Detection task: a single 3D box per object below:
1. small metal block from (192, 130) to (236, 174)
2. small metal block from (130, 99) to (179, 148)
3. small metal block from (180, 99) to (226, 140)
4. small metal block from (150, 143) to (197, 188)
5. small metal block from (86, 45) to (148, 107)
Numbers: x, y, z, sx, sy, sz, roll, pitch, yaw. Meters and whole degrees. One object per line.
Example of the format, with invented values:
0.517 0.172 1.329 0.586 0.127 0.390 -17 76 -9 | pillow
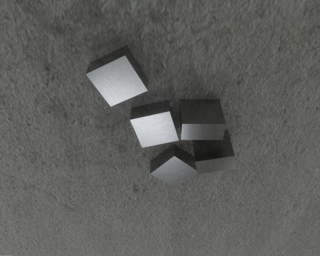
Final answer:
0.072 0.032 0.420 0.050 0.050 0.025 -9 130 7 | small metal block
-0.006 -0.005 0.403 0.050 0.025 0.050 -12 129 9 | small metal block
0.050 -0.011 0.382 0.050 0.050 0.025 0 130 -1 | small metal block
0.021 0.057 0.456 0.050 0.025 0.050 35 122 -26 | small metal block
-0.048 -0.059 0.356 0.050 0.025 0.050 -21 127 17 | small metal block
